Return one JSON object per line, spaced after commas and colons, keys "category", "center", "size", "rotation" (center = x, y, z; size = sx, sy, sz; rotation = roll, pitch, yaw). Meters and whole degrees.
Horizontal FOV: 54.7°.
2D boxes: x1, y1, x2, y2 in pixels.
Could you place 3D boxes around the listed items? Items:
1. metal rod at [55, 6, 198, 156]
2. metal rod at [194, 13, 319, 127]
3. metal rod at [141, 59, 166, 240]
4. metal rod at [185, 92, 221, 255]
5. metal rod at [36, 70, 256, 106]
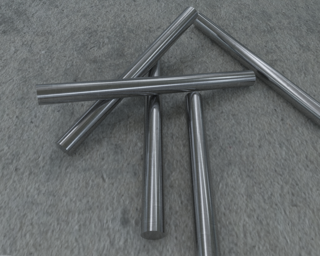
{"category": "metal rod", "center": [-0.034, -0.081, 0.443], "size": [0.025, 0.025, 0.301], "rotation": [28, 63, 21]}
{"category": "metal rod", "center": [0.148, -0.104, 0.492], "size": [0.025, 0.025, 0.300], "rotation": [-25, 55, -20]}
{"category": "metal rod", "center": [-0.009, -0.007, 0.408], "size": [0.025, 0.025, 0.300], "rotation": [0, 50, -1]}
{"category": "metal rod", "center": [0.047, 0.073, 0.342], "size": [0.025, 0.025, 0.300], "rotation": [0, 50, 0]}
{"category": "metal rod", "center": [-0.004, -0.057, 0.417], "size": [0.303, 0.025, 0.025], "rotation": [-7, 50, -20]}
